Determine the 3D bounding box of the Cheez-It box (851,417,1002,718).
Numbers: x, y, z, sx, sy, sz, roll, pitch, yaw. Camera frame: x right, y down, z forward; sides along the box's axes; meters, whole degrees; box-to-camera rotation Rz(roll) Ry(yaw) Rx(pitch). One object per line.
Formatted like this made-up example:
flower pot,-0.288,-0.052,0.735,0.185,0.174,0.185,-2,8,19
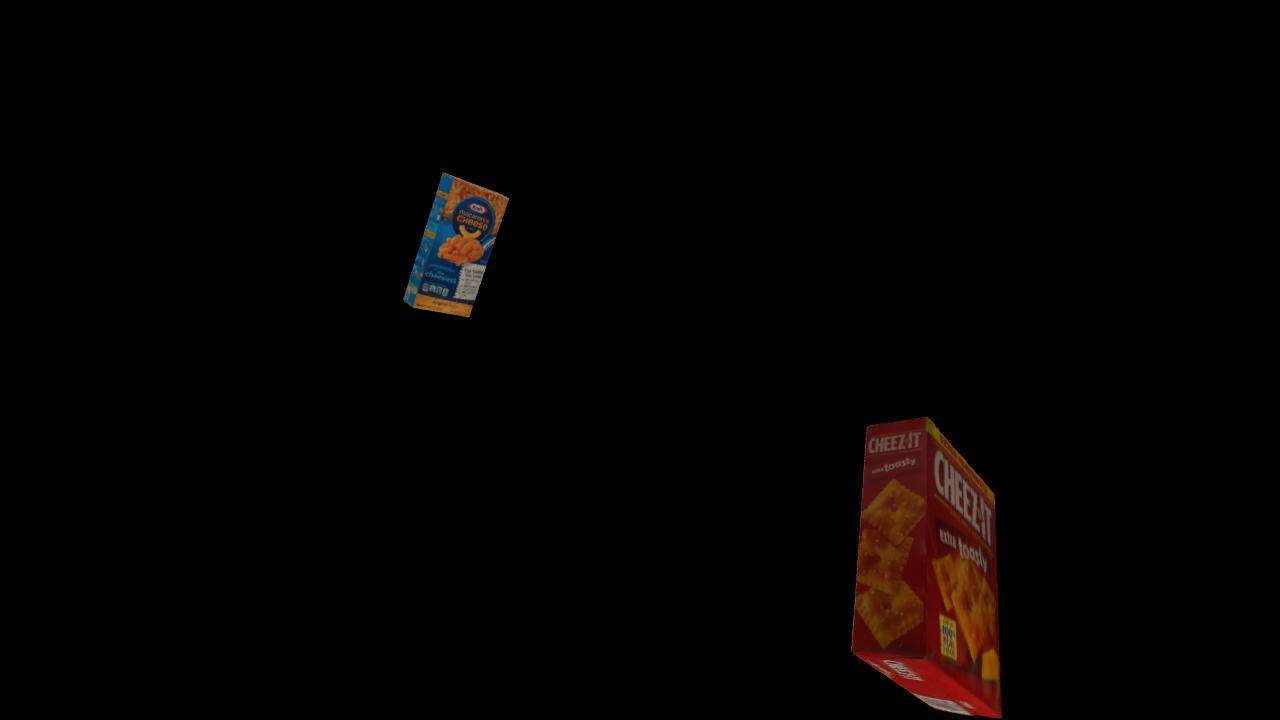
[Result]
Cheez-It box,0.274,0.191,0.579,0.071,0.223,0.166,-18,-48,42

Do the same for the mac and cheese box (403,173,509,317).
mac and cheese box,-0.257,-0.156,0.861,0.093,0.184,0.041,9,16,-48
